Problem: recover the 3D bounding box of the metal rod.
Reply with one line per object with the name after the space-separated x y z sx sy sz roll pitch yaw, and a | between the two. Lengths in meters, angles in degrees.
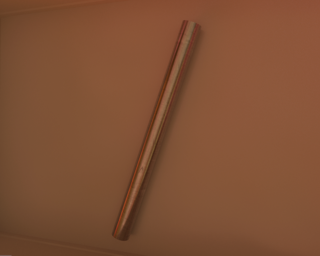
-0.007 0.008 0.411 0.025 0.025 0.298 21 97 19 | metal rod
